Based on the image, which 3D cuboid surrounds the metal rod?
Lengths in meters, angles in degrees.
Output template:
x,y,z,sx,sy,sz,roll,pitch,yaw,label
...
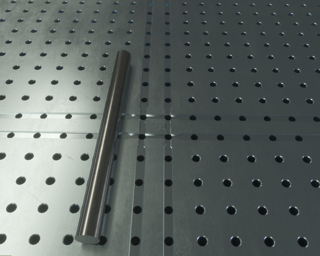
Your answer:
x,y,z,sx,sy,sz,roll,pitch,yaw,label
-0.066,-0.002,0.408,0.025,0.025,0.300,2,50,1,metal rod
